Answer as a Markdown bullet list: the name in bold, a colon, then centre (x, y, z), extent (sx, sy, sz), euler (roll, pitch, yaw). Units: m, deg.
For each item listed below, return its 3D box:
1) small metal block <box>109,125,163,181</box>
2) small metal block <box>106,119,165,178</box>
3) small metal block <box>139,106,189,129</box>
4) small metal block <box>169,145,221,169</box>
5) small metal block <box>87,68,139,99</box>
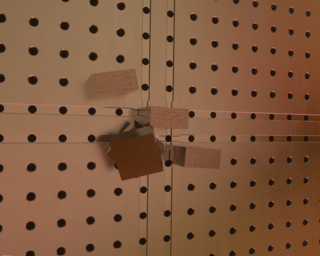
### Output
- **small metal block**: centre (-0.027, 0.029, 0.365), extent (0.050, 0.025, 0.050), euler (-13, 111, 2)
- **small metal block**: centre (-0.030, 0.026, 0.391), extent (0.050, 0.025, 0.050), euler (41, 102, -16)
- **small metal block**: centre (0.004, -0.013, 0.400), extent (0.050, 0.050, 0.025), euler (4, 89, -20)
- **small metal block**: centre (0.046, 0.038, 0.416), extent (0.050, 0.050, 0.025), euler (5, 88, -20)
- **small metal block**: centre (-0.059, -0.053, 0.377), extent (0.050, 0.050, 0.025), euler (-11, 94, -20)
